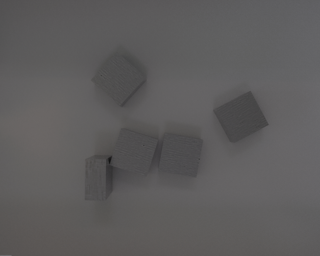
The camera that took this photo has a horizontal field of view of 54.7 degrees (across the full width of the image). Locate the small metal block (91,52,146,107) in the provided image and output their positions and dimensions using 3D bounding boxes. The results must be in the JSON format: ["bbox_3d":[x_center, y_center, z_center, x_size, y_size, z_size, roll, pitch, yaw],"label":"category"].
[{"bbox_3d":[-0.054,-0.063,0.411,0.050,0.025,0.050,42,90,0],"label":"small metal block"}]

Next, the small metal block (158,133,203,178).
[{"bbox_3d":[0.027,0.035,0.411,0.050,0.025,0.050,10,90,0],"label":"small metal block"}]

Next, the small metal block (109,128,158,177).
[{"bbox_3d":[-0.034,0.031,0.411,0.050,0.025,0.050,17,90,-1],"label":"small metal block"}]

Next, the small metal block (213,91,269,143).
[{"bbox_3d":[0.107,-0.014,0.412,0.050,0.025,0.050,-28,90,0],"label":"small metal block"}]

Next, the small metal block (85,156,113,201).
[{"bbox_3d":[-0.078,0.062,0.398,0.025,0.050,0.050,1,90,0],"label":"small metal block"}]
